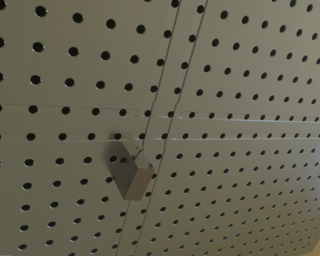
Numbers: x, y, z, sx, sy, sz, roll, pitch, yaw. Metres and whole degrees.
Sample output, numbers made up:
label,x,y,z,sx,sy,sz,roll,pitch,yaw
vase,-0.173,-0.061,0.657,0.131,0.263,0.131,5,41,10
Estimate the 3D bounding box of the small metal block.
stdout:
label,x,y,z,sx,sy,sz,roll,pitch,yaw
small metal block,-0.036,0.060,0.412,0.025,0.050,0.050,12,113,-33
